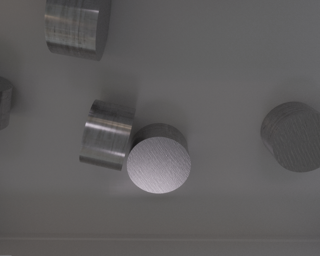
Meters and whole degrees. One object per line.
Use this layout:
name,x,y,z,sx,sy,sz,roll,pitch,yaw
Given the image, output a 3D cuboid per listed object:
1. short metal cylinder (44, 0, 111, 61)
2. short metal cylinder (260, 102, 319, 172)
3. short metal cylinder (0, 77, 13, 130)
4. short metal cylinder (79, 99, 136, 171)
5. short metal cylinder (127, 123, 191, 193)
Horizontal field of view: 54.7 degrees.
short metal cylinder,-0.087,-0.117,0.338,0.050,0.080,0.079,10,110,-4
short metal cylinder,0.179,0.011,0.403,0.081,0.050,0.079,0,110,0
short metal cylinder,-0.222,-0.032,0.368,0.080,0.080,0.050,14,110,-5
short metal cylinder,-0.063,0.009,0.385,0.050,0.080,0.079,14,110,-5
short metal cylinder,-0.001,0.039,0.412,0.081,0.050,0.079,0,110,0
